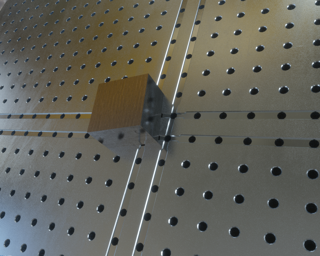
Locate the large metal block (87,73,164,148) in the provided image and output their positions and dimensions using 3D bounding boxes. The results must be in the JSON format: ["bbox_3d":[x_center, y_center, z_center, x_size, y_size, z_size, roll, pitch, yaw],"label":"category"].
[{"bbox_3d":[-0.045,-0.022,0.431,0.080,0.050,0.080,-7,58,24],"label":"large metal block"}]
